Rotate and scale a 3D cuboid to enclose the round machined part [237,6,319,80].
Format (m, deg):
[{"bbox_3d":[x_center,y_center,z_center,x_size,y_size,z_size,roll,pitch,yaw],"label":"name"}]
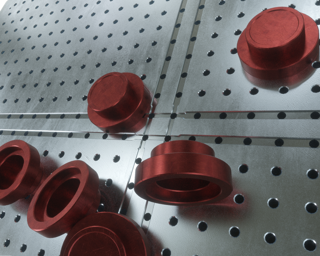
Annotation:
[{"bbox_3d":[0.146,-0.113,0.391,0.098,0.042,0.098,-13,56,21],"label":"round machined part"}]

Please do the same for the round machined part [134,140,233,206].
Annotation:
[{"bbox_3d":[0.023,0.046,0.321,0.098,0.098,0.042,-12,57,22],"label":"round machined part"}]

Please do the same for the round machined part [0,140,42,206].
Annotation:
[{"bbox_3d":[-0.221,0.070,0.472,0.098,0.042,0.098,-13,56,21],"label":"round machined part"}]

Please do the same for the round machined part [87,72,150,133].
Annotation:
[{"bbox_3d":[-0.068,-0.044,0.461,0.098,0.042,0.098,-13,56,21],"label":"round machined part"}]

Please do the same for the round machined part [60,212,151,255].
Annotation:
[{"bbox_3d":[-0.062,0.139,0.328,0.098,0.042,0.098,-3,72,11],"label":"round machined part"}]

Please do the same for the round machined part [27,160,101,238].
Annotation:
[{"bbox_3d":[-0.114,0.092,0.391,0.098,0.042,0.098,-26,36,21],"label":"round machined part"}]
